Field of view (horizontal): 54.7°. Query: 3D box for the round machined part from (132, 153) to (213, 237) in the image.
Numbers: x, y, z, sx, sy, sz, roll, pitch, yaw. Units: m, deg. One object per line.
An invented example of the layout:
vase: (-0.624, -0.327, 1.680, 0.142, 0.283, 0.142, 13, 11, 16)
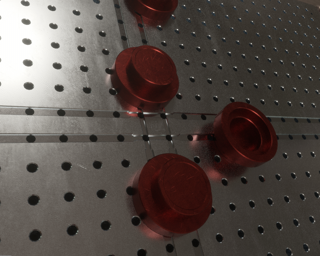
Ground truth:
round machined part: (0.021, 0.074, 0.365, 0.099, 0.042, 0.098, 14, 56, -21)

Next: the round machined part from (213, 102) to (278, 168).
round machined part: (0.120, 0.013, 0.456, 0.099, 0.042, 0.098, 14, 56, -21)

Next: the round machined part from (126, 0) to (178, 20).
round machined part: (-0.011, -0.239, 0.539, 0.099, 0.042, 0.098, 14, 56, -21)

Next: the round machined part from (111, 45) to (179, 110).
round machined part: (-0.016, -0.078, 0.438, 0.099, 0.042, 0.098, 14, 56, -21)
